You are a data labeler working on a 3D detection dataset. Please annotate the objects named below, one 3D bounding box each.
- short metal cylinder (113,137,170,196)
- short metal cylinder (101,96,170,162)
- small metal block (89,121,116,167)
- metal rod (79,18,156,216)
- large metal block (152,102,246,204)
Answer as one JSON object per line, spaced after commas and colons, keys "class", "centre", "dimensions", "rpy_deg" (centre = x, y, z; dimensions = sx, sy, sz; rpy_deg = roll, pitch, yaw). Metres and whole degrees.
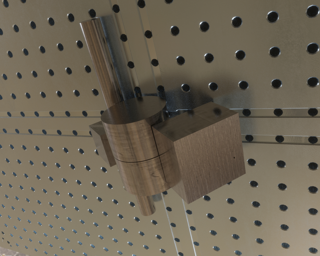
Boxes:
{"class": "short metal cylinder", "centre": [-0.015, 0.043, 0.405], "dimensions": [0.080, 0.080, 0.050], "rpy_deg": [1, 119, 28]}
{"class": "short metal cylinder", "centre": [-0.027, -0.001, 0.384], "dimensions": [0.080, 0.080, 0.050], "rpy_deg": [1, 119, 28]}
{"class": "small metal block", "centre": [-0.075, 0.021, 0.444], "dimensions": [0.050, 0.025, 0.050], "rpy_deg": [29, 138, 56]}
{"class": "metal rod", "centre": [-0.052, 0.002, 0.434], "dimensions": [0.025, 0.025, 0.298], "rpy_deg": [0, 119, 28]}
{"class": "large metal block", "centre": [0.046, 0.026, 0.353], "dimensions": [0.050, 0.081, 0.080], "rpy_deg": [35, 143, 57]}
